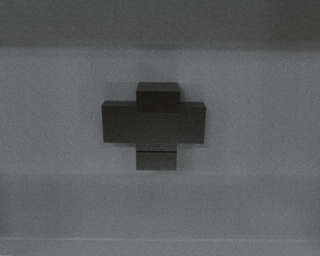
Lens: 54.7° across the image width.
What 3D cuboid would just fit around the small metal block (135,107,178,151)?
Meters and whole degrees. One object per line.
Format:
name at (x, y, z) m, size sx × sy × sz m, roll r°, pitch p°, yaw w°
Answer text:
small metal block at (-0.004, 0.001, 0.382) m, size 0.050 × 0.025 × 0.050 m, roll 1°, pitch 110°, yaw -1°

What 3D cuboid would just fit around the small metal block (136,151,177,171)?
small metal block at (-0.005, 0.033, 0.406) m, size 0.050 × 0.050 × 0.025 m, roll 1°, pitch 110°, yaw -1°

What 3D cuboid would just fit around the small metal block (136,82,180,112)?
small metal block at (-0.002, -0.039, 0.381) m, size 0.050 × 0.050 × 0.025 m, roll 1°, pitch 110°, yaw -1°

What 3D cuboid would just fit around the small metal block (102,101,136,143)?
small metal block at (-0.048, -0.008, 0.405) m, size 0.050 × 0.025 × 0.050 m, roll 1°, pitch 110°, yaw -1°

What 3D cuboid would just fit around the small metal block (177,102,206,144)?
small metal block at (0.032, -0.007, 0.407) m, size 0.050 × 0.025 × 0.050 m, roll 1°, pitch 110°, yaw -1°
